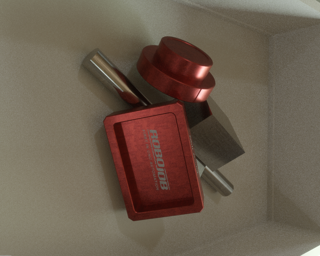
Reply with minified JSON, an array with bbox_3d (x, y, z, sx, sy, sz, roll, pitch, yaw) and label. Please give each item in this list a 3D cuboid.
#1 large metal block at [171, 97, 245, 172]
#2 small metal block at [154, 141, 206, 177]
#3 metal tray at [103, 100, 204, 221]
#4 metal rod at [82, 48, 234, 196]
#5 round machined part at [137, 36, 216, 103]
[{"bbox_3d":[0.061,-0.002,0.416,0.080,0.050,0.080,44,21,-31],"label":"large metal block"},{"bbox_3d":[0.025,0.042,0.411,0.050,0.050,0.025,46,63,-31],"label":"small metal block"},{"bbox_3d":[-0.005,0.039,0.362,0.030,0.090,0.129,-58,137,-75],"label":"metal tray"},{"bbox_3d":[0.015,0.010,0.419,0.300,0.025,0.025,44,63,-31],"label":"metal rod"},{"bbox_3d":[0.025,-0.076,0.377,0.099,0.098,0.042,-3,132,-40],"label":"round machined part"}]
